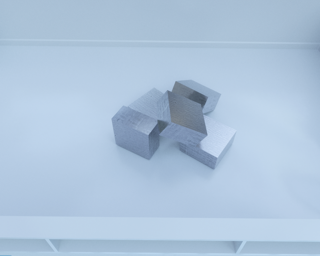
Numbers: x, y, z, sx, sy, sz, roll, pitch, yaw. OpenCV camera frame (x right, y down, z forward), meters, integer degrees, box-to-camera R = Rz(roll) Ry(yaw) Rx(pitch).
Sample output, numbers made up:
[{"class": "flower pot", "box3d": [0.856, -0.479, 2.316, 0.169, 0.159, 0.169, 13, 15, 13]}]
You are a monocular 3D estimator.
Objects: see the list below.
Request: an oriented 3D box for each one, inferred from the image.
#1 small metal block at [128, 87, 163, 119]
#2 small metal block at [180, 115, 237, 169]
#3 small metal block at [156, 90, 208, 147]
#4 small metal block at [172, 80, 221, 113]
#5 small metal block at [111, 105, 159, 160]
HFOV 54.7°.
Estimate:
[{"class": "small metal block", "box3d": [-0.007, -0.022, 0.420, 0.050, 0.025, 0.050, 36, 58, 26]}, {"class": "small metal block", "box3d": [0.060, 0.016, 0.390, 0.050, 0.025, 0.050, 28, 55, 21]}, {"class": "small metal block", "box3d": [0.025, -0.011, 0.365, 0.050, 0.025, 0.050, 20, 44, -27]}, {"class": "small metal block", "box3d": [0.049, -0.044, 0.426, 0.050, 0.025, 0.050, 30, 23, 22]}, {"class": "small metal block", "box3d": [-0.029, 0.006, 0.380, 0.050, 0.050, 0.025, 23, 54, 18]}]
